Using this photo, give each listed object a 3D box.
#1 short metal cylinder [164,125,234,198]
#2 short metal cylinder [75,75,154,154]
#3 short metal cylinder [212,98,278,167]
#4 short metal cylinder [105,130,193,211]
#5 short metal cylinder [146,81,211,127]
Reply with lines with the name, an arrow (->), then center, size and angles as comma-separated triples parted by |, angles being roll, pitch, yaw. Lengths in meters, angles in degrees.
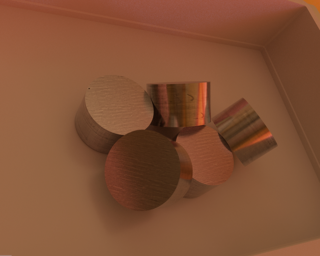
short metal cylinder -> 0.044, 0.042, 0.388 | 0.081, 0.050, 0.080 | 14, 56, -21
short metal cylinder -> -0.055, -0.016, 0.368 | 0.081, 0.050, 0.080 | 14, 56, -21
short metal cylinder -> 0.114, 0.006, 0.421 | 0.080, 0.050, 0.080 | 53, 10, -13
short metal cylinder -> -0.010, 0.045, 0.328 | 0.080, 0.080, 0.050 | 66, 12, 18
short metal cylinder -> 0.024, -0.033, 0.393 | 0.081, 0.080, 0.050 | -8, 102, -32
